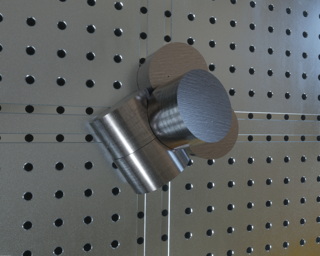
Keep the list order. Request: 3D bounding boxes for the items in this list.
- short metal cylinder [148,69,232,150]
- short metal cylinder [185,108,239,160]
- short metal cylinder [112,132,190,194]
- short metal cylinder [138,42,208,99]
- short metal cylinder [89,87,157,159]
[{"bbox_3d":[0.034,-0.019,0.344,0.081,0.050,0.080,11,72,-36],"label":"short metal cylinder"},{"bbox_3d":[0.058,0.001,0.421,0.081,0.050,0.079,0,90,-21],"label":"short metal cylinder"},{"bbox_3d":[-0.011,0.036,0.380,0.080,0.080,0.050,-35,102,-17],"label":"short metal cylinder"},{"bbox_3d":[0.016,-0.066,0.405,0.081,0.050,0.079,0,90,-21],"label":"short metal cylinder"},{"bbox_3d":[-0.037,-0.007,0.371,0.080,0.080,0.050,-36,102,-17],"label":"short metal cylinder"}]
